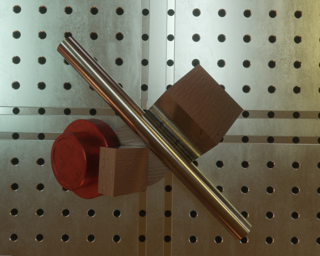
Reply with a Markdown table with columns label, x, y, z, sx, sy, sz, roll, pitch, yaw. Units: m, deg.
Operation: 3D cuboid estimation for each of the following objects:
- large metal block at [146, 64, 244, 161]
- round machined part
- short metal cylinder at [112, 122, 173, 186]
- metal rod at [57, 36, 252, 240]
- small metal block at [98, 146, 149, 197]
| label | x | y | z | sx | sy | sz | roll | pitch | yaw |
| --- | --- | --- | --- | --- | --- | --- | --- | --- | --- |
| large metal block | 0.043 | -0.020 | 0.376 | 0.080 | 0.050 | 0.080 | 46 | 47 | 0 |
| round machined part | -0.095 | 0.038 | 0.375 | 0.098 | 0.042 | 0.097 | 3 | 95 | 38 |
| short metal cylinder | -0.024 | 0.031 | 0.397 | 0.081 | 0.050 | 0.079 | 0 | 90 | 0 |
| metal rod | -0.006 | 0.012 | 0.359 | 0.025 | 0.025 | 0.300 | -43 | 90 | 0 |
| small metal block | -0.040 | 0.046 | 0.345 | 0.025 | 0.050 | 0.050 | 3 | 91 | 40 |
